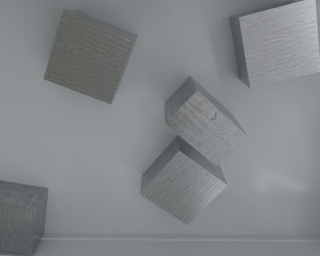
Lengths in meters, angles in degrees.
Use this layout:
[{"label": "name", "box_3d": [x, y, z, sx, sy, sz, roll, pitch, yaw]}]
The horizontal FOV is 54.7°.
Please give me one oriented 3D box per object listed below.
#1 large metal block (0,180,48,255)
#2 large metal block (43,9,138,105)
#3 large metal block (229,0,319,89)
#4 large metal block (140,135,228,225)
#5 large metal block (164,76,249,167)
[{"label": "large metal block", "box_3d": [-0.212, 0.126, 0.443, 0.081, 0.050, 0.079, 11, 110, -4]}, {"label": "large metal block", "box_3d": [-0.079, -0.085, 0.366, 0.080, 0.050, 0.079, 21, 109, -8]}, {"label": "large metal block", "box_3d": [0.133, -0.099, 0.362, 0.080, 0.050, 0.080, -13, 110, 5]}, {"label": "large metal block", "box_3d": [0.031, 0.071, 0.424, 0.080, 0.050, 0.080, 37, 106, -13]}, {"label": "large metal block", "box_3d": [0.052, -0.011, 0.378, 0.080, 0.080, 0.050, 40, 105, -14]}]
